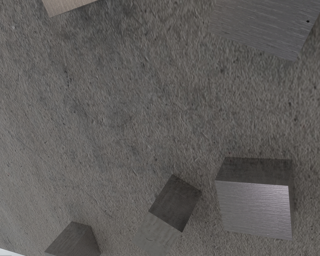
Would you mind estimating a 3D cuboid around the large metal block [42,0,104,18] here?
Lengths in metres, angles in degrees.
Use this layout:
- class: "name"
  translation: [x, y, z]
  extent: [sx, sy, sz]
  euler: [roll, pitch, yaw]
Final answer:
- class: "large metal block"
  translation: [-0.091, -0.173, 0.332]
  extent: [0.080, 0.050, 0.080]
  euler: [-5, 116, 30]

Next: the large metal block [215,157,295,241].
- class: "large metal block"
  translation: [0.119, 0.084, 0.380]
  extent: [0.080, 0.050, 0.080]
  euler: [0, 118, 28]

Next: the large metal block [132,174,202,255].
- class: "large metal block"
  translation: [0.010, 0.128, 0.445]
  extent: [0.050, 0.080, 0.079]
  euler: [30, 128, 9]

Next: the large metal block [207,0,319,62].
- class: "large metal block"
  translation: [0.097, -0.115, 0.268]
  extent: [0.080, 0.050, 0.079]
  euler: [24, 127, 13]

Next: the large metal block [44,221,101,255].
- class: "large metal block"
  translation: [-0.170, 0.248, 0.614]
  extent: [0.050, 0.080, 0.079]
  euler: [3, 120, 27]
